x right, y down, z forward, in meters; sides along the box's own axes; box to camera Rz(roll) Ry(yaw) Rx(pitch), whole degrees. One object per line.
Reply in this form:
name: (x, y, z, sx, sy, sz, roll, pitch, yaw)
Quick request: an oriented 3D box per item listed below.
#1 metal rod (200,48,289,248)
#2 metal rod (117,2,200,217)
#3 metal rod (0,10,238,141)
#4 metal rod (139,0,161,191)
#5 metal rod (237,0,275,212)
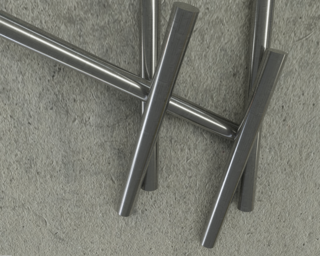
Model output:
metal rod: (0.101, 0.045, 0.409, 0.025, 0.025, 0.298, 10, 117, -4)
metal rod: (-0.014, 0.005, 0.368, 0.025, 0.025, 0.298, 14, 126, -6)
metal rod: (-0.030, -0.049, 0.358, 0.302, 0.025, 0.025, 23, 109, -22)
metal rod: (-0.013, -0.056, 0.388, 0.025, 0.025, 0.298, 1, 110, -1)
metal rod: (0.122, -0.024, 0.402, 0.025, 0.025, 0.298, -1, 110, 0)
